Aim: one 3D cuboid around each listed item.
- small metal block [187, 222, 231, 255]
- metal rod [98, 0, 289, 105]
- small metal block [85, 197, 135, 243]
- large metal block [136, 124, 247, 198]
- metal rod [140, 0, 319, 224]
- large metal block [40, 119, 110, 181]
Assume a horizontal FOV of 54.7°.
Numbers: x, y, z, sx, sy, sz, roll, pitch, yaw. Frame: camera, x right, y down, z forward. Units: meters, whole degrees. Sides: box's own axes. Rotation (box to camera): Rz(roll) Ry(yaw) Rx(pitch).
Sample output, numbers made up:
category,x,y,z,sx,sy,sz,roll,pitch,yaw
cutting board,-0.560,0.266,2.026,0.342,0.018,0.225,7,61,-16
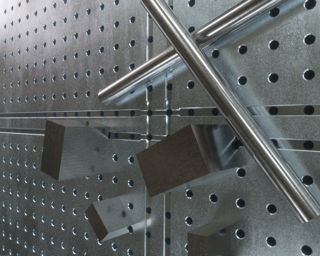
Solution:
category,x,y,z,sx,sy,sz,roll,pitch,yaw
small metal block,0.056,0.138,0.347,0.025,0.050,0.050,-2,89,40
metal rod,0.024,-0.095,0.389,0.299,0.025,0.025,-24,75,37
small metal block,-0.074,0.133,0.454,0.025,0.050,0.050,-52,60,28
large metal block,0.035,0.035,0.345,0.080,0.081,0.050,-31,71,36
metal rod,0.065,-0.038,0.333,0.025,0.025,0.299,-43,71,31
large metal block,-0.131,0.031,0.482,0.050,0.081,0.079,16,100,39
